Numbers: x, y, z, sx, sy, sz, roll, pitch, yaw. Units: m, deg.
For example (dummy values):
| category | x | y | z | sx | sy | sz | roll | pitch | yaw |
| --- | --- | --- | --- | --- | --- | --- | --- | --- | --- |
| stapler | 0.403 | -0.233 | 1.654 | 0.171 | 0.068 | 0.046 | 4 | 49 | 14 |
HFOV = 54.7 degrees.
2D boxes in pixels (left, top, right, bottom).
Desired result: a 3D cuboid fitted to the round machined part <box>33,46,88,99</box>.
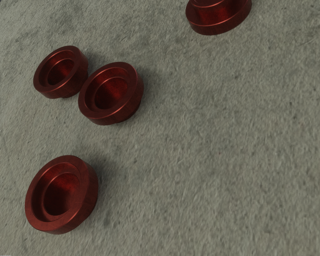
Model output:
| category | x | y | z | sx | sy | sz | roll | pitch | yaw |
| --- | --- | --- | --- | --- | --- | --- | --- | --- | --- |
| round machined part | -0.164 | -0.090 | 0.532 | 0.098 | 0.042 | 0.098 | -13 | 56 | 20 |

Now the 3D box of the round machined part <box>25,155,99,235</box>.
| category | x | y | z | sx | sy | sz | roll | pitch | yaw |
| --- | --- | --- | --- | --- | --- | --- | --- | --- | --- |
| round machined part | -0.121 | 0.088 | 0.401 | 0.098 | 0.042 | 0.098 | -13 | 56 | 20 |

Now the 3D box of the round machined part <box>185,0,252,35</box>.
| category | x | y | z | sx | sy | sz | roll | pitch | yaw |
| --- | --- | --- | --- | --- | --- | --- | --- | --- | --- |
| round machined part | 0.084 | -0.191 | 0.465 | 0.098 | 0.042 | 0.098 | -13 | 56 | 20 |

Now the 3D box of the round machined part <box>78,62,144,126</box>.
| category | x | y | z | sx | sy | sz | roll | pitch | yaw |
| --- | --- | --- | --- | --- | --- | --- | --- | --- | --- |
| round machined part | -0.067 | -0.046 | 0.455 | 0.098 | 0.042 | 0.098 | -13 | 56 | 20 |
